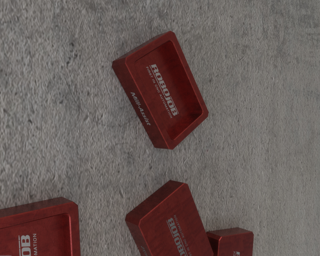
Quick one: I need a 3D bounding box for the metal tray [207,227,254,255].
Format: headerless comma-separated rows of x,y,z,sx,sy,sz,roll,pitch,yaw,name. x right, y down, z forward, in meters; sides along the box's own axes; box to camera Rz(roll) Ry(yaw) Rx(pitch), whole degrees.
0.106,0.230,0.491,0.091,0.030,0.129,9,84,-40,metal tray

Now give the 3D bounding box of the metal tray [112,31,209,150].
0.006,-0.048,0.405,0.090,0.030,0.130,-41,115,-32,metal tray

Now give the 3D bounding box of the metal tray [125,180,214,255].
0.017,0.148,0.416,0.091,0.030,0.129,-33,110,-35,metal tray

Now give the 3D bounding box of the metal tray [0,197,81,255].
-0.124,0.140,0.297,0.091,0.030,0.129,-4,93,-40,metal tray
